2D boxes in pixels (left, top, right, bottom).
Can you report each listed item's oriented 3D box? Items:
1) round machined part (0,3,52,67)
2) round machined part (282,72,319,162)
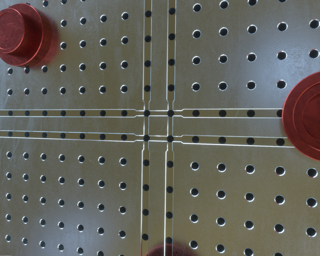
[{"bbox_3d":[-0.223,-0.146,0.483,0.098,0.042,0.097,0,90,20],"label":"round machined part"},{"bbox_3d":[0.185,-0.012,0.338,0.098,0.042,0.097,0,90,20],"label":"round machined part"}]
